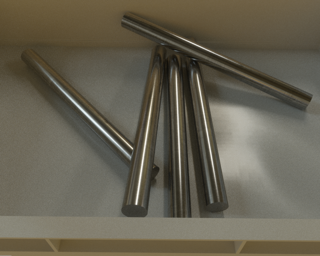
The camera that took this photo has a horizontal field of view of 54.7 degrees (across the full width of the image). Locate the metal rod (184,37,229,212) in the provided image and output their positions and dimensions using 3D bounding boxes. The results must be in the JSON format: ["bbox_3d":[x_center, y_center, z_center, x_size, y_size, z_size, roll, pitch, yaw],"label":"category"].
[{"bbox_3d":[0.056,-0.029,0.430,0.025,0.025,0.300,-1,50,-2],"label":"metal rod"}]

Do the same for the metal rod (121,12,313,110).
[{"bbox_3d":[0.078,-0.104,0.464,0.301,0.025,0.025,27,55,10],"label":"metal rod"}]

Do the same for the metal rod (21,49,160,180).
[{"bbox_3d":[-0.111,-0.031,0.429,0.025,0.025,0.300,-35,59,-26],"label":"metal rod"}]

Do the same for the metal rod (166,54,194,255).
[{"bbox_3d":[0.022,0.007,0.399,0.025,0.025,0.300,1,50,0],"label":"metal rod"}]

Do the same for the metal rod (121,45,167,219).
[{"bbox_3d":[-0.013,-0.023,0.402,0.025,0.025,0.300,4,43,3],"label":"metal rod"}]
